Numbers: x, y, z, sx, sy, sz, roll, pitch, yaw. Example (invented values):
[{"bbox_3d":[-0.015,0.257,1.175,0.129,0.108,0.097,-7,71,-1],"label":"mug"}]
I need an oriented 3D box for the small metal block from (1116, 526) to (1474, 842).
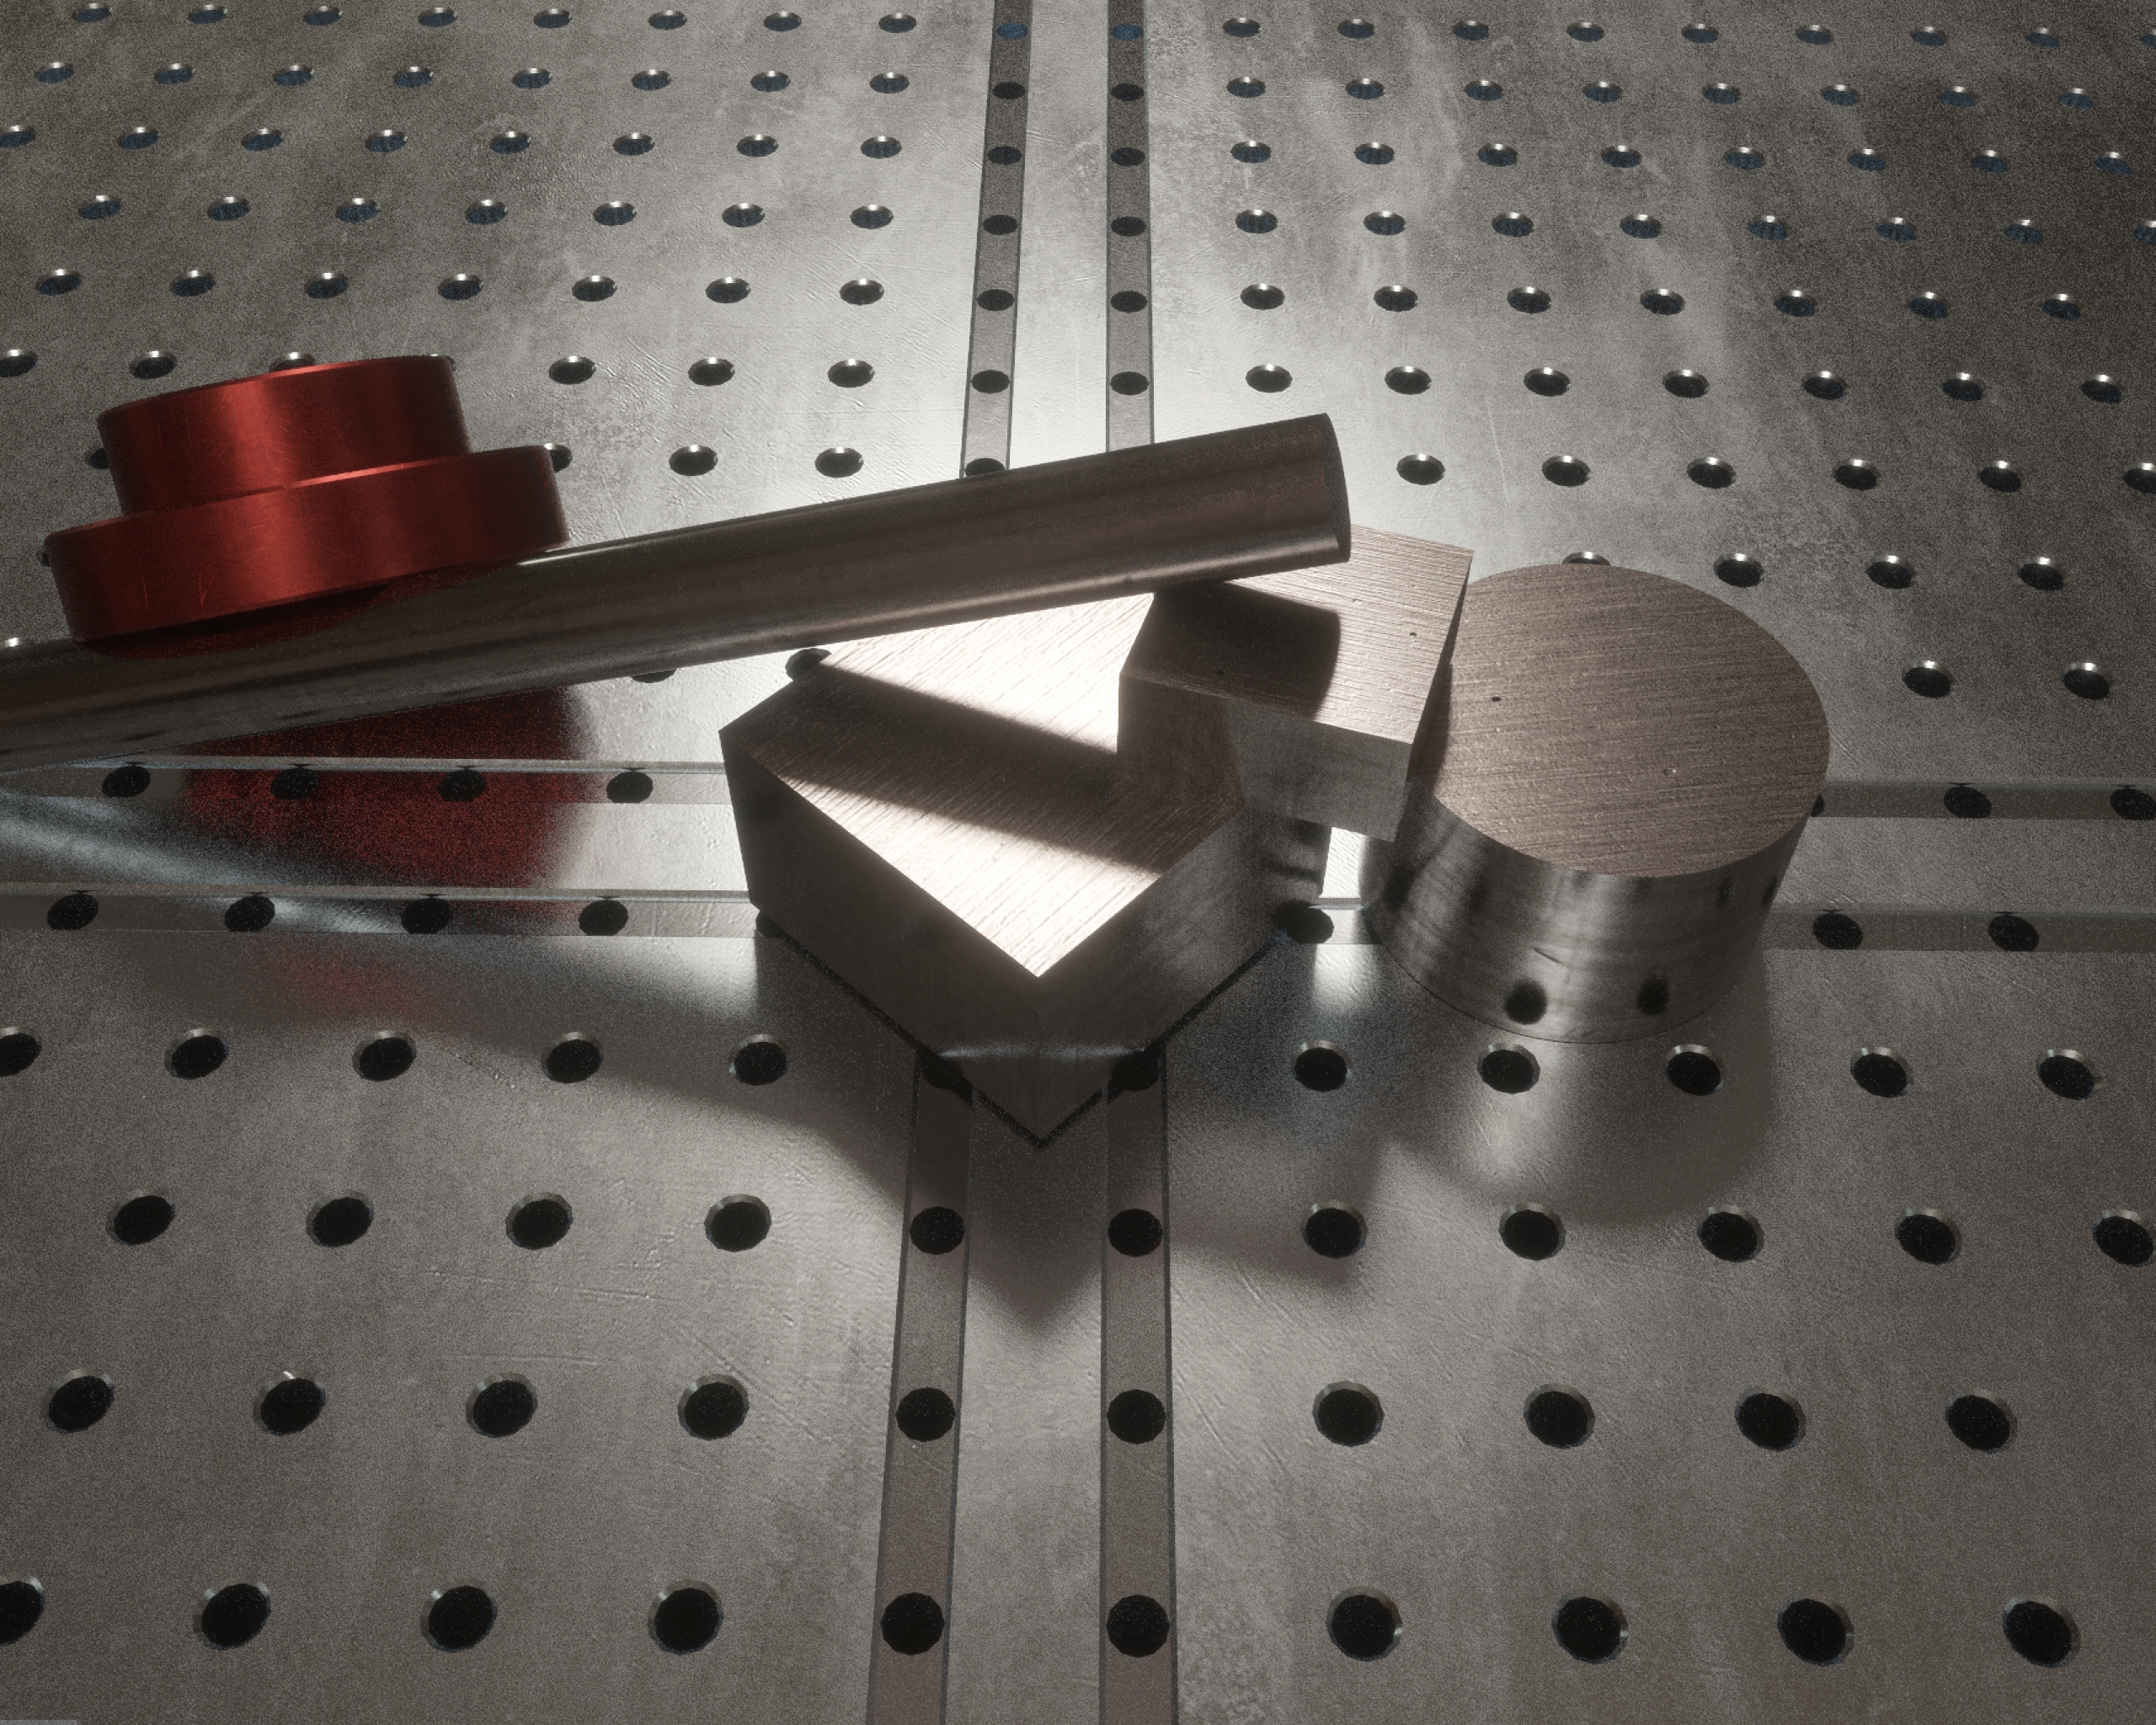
[{"bbox_3d":[0.039,-0.036,0.370,0.050,0.025,0.050,15,51,11],"label":"small metal block"}]

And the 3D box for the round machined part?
[{"bbox_3d":[-0.157,-0.076,0.423,0.099,0.042,0.098,-10,12,2],"label":"round machined part"}]

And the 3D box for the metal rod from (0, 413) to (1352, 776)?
[{"bbox_3d":[-0.101,-0.044,0.387,0.301,0.025,0.025,-7,48,16],"label":"metal rod"}]

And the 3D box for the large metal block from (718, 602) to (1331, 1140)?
[{"bbox_3d":[-0.008,-0.009,0.396,0.080,0.050,0.080,36,58,26],"label":"large metal block"}]

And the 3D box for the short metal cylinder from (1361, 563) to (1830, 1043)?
[{"bbox_3d":[0.097,-0.012,0.403,0.081,0.050,0.080,0,50,0],"label":"short metal cylinder"}]
